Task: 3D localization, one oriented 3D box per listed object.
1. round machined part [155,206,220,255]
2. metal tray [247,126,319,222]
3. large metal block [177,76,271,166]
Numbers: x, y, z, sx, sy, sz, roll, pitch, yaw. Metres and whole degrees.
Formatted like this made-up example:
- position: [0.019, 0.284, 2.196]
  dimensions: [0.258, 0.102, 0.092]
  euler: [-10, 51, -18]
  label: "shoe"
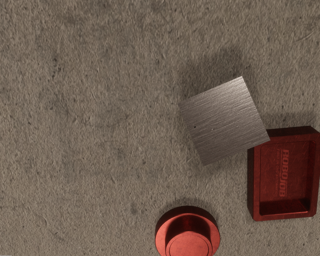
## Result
- position: [0.042, 0.170, 0.464]
  dimensions: [0.099, 0.042, 0.097]
  euler: [0, 110, -1]
  label: "round machined part"
- position: [0.171, 0.065, 0.433]
  dimensions: [0.091, 0.030, 0.129]
  euler: [-5, 110, 1]
  label: "metal tray"
- position: [0.076, -0.007, 0.380]
  dimensions: [0.080, 0.050, 0.080]
  euler: [-23, 85, 7]
  label: "large metal block"
